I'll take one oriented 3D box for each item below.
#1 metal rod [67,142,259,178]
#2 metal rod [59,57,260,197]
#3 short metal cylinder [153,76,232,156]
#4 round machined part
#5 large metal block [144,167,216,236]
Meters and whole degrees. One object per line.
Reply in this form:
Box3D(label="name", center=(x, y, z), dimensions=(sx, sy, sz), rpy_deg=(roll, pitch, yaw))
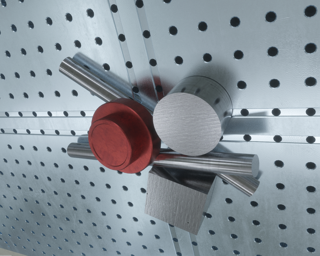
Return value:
Box3D(label="metal rod", center=(-0.020, 0.038, 0.420), dimensions=(0.300, 0.025, 0.025), rpy_deg=(1, 119, 35))
Box3D(label="metal rod", center=(-0.005, -0.005, 0.410), dimensions=(0.301, 0.025, 0.025), rpy_deg=(33, 129, 5))
Box3D(label="short metal cylinder", center=(0.039, -0.014, 0.363), dimensions=(0.080, 0.050, 0.079), rpy_deg=(13, 124, 20))
Box3D(label="round machined part", center=(-0.051, 0.015, 0.391), dimensions=(0.098, 0.042, 0.097), rpy_deg=(14, 117, 29))
Box3D(label="large metal block", center=(0.028, 0.090, 0.432), dimensions=(0.080, 0.050, 0.079), rpy_deg=(18, 126, 17))
